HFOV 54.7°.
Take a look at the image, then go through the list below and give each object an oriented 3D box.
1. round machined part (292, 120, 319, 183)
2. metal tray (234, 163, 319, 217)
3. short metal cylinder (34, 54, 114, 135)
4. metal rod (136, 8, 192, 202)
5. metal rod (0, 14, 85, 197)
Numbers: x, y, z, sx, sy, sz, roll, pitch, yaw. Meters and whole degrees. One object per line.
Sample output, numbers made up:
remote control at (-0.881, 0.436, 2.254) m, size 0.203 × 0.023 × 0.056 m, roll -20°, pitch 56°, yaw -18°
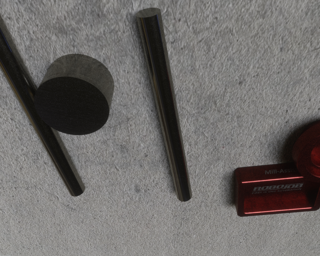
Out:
round machined part at (0.228, 0.026, 0.418) m, size 0.099 × 0.042 × 0.097 m, roll 0°, pitch 127°, yaw 0°
metal tray at (0.186, 0.097, 0.488) m, size 0.131 × 0.030 × 0.089 m, roll -6°, pitch 130°, yaw 5°
short metal cylinder at (-0.096, -0.038, 0.358) m, size 0.081 × 0.050 × 0.079 m, roll 0°, pitch 130°, yaw 0°
metal rod at (0.014, -0.003, 0.404) m, size 0.025 × 0.025 × 0.298 m, roll -8°, pitch 130°, yaw 6°
metal rod at (-0.153, -0.014, 0.393) m, size 0.025 × 0.025 × 0.298 m, roll -7°, pitch 130°, yaw 6°
